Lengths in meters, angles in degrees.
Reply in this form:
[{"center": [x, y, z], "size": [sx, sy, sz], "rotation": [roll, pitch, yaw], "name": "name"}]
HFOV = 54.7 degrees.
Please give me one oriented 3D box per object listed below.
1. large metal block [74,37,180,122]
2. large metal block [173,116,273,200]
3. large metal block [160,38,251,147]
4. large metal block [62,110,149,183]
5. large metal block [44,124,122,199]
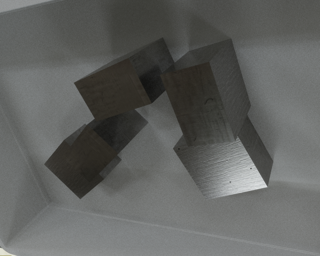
[{"center": [-0.035, -0.056, 0.355], "size": [0.080, 0.080, 0.050], "rotation": [-15, 111, 34], "name": "large metal block"}, {"center": [0.077, 0.032, 0.371], "size": [0.080, 0.050, 0.080], "rotation": [-23, 107, 36], "name": "large metal block"}, {"center": [0.052, -0.038, 0.322], "size": [0.050, 0.080, 0.080], "rotation": [-9, 114, 32], "name": "large metal block"}, {"center": [-0.073, 0.015, 0.419], "size": [0.050, 0.080, 0.080], "rotation": [44, 129, -3], "name": "large metal block"}, {"center": [-0.122, 0.054, 0.488], "size": [0.080, 0.050, 0.080], "rotation": [46, 129, -4], "name": "large metal block"}]
